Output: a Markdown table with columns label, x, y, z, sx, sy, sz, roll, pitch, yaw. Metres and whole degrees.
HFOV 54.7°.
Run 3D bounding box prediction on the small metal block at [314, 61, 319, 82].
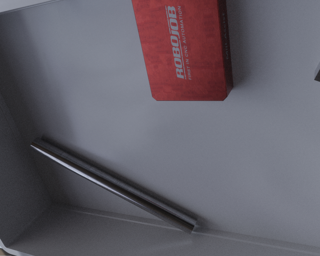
| label | x | y | z | sx | sy | sz | roll | pitch | yaw |
| --- | --- | --- | --- | --- | --- | --- | --- | --- | --- |
| small metal block | 0.176 | -0.061 | 0.278 | 0.050 | 0.025 | 0.050 | 23 | 127 | 14 |

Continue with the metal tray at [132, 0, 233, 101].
| label | x | y | z | sx | sy | sz | roll | pitch | yaw |
| --- | --- | --- | --- | --- | --- | --- | --- | --- | --- |
| metal tray | 0.026 | -0.094 | 0.333 | 0.090 | 0.030 | 0.129 | 2 | 120 | 26 |

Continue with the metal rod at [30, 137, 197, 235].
| label | x | y | z | sx | sy | sz | roll | pitch | yaw |
| --- | --- | --- | --- | --- | --- | --- | --- | --- | --- |
| metal rod | -0.082 | 0.090 | 0.504 | 0.301 | 0.025 | 0.025 | 25 | 127 | 12 |
